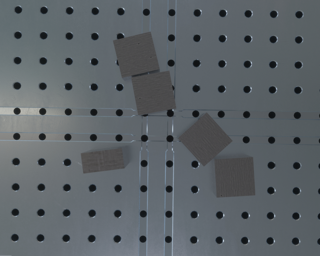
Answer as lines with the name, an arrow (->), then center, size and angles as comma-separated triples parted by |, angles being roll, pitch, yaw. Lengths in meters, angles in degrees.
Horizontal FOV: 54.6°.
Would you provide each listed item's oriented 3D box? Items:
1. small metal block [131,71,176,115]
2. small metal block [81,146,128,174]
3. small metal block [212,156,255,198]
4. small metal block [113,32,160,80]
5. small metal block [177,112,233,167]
small metal block -> -0.008, -0.045, 0.413 | 0.050, 0.025, 0.050 | -10, 90, 0
small metal block -> -0.069, 0.040, 0.400 | 0.050, 0.050, 0.025 | -7, 90, 0
small metal block -> 0.097, 0.064, 0.414 | 0.050, 0.025, 0.050 | -3, 90, 0
small metal block -> -0.031, -0.095, 0.413 | 0.050, 0.025, 0.050 | -14, 90, 0
small metal block -> 0.059, 0.015, 0.414 | 0.050, 0.025, 0.050 | -42, 90, 0
